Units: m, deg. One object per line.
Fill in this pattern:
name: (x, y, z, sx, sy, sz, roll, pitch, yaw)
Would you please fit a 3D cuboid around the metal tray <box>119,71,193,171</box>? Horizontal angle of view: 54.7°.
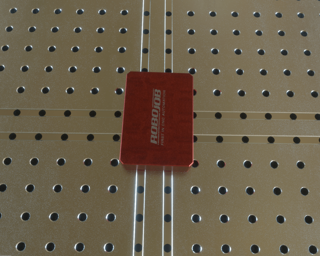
metal tray: (-0.002, -0.010, 0.412, 0.091, 0.030, 0.130, 2, 70, 0)
